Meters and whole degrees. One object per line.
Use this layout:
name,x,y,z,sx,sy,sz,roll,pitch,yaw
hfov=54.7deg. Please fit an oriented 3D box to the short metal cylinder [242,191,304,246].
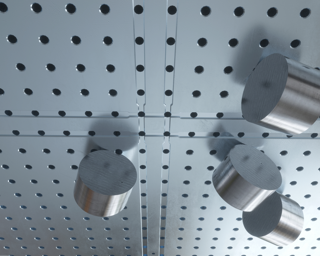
short metal cylinder,0.181,0.143,0.501,0.050,0.080,0.080,28,124,-22

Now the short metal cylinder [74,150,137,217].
short metal cylinder,-0.078,0.078,0.441,0.081,0.080,0.050,13,129,-12

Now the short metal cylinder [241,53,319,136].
short metal cylinder,0.136,-0.037,0.347,0.050,0.080,0.079,18,128,-15

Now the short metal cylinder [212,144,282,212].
short metal cylinder,0.121,0.069,0.437,0.081,0.080,0.050,17,128,-14
